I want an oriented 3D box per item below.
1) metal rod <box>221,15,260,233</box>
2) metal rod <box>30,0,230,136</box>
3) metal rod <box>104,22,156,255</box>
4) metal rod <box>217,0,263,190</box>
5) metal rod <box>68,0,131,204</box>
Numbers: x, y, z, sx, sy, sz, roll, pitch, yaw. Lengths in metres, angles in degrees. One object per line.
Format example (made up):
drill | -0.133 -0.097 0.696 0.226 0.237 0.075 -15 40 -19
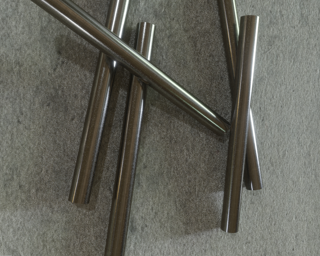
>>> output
metal rod | 0.111 -0.001 0.433 0.025 0.025 0.298 2 96 -20
metal rod | -0.020 -0.071 0.373 0.301 0.025 0.025 33 79 -29
metal rod | -0.038 0.015 0.395 0.025 0.025 0.298 9 87 -20
metal rod | 0.117 -0.057 0.453 0.025 0.025 0.298 -11 94 -20
metal rod | -0.070 -0.058 0.383 0.025 0.025 0.298 12 86 -20
